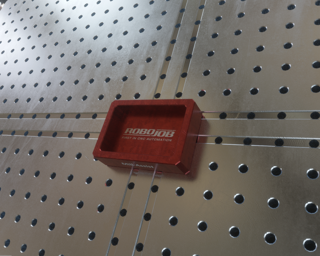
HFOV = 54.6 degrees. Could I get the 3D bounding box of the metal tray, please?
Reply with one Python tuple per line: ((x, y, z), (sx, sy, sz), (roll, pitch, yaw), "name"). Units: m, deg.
((-0.017, 0.008, 0.410), (0.130, 0.030, 0.090), (2, 63, 29), "metal tray")
